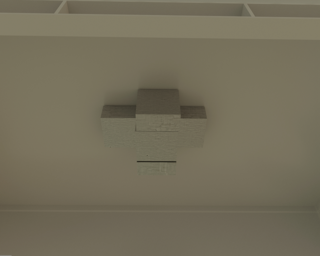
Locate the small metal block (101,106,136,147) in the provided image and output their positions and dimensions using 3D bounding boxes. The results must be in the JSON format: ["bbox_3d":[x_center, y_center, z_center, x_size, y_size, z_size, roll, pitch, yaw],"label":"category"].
[{"bbox_3d":[-0.048,-0.001,0.405,0.050,0.025,0.050,0,130,-1],"label":"small metal block"}]

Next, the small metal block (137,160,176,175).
[{"bbox_3d":[-0.004,0.037,0.420,0.050,0.050,0.025,0,130,-1],"label":"small metal block"}]

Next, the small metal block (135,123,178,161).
[{"bbox_3d":[-0.004,0.015,0.385,0.050,0.025,0.050,0,130,-1],"label":"small metal block"}]

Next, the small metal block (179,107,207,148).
[{"bbox_3d":[0.032,-0.001,0.406,0.050,0.025,0.050,0,130,-1],"label":"small metal block"}]

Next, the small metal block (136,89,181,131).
[{"bbox_3d":[-0.002,-0.022,0.371,0.050,0.050,0.025,0,130,-1],"label":"small metal block"}]
